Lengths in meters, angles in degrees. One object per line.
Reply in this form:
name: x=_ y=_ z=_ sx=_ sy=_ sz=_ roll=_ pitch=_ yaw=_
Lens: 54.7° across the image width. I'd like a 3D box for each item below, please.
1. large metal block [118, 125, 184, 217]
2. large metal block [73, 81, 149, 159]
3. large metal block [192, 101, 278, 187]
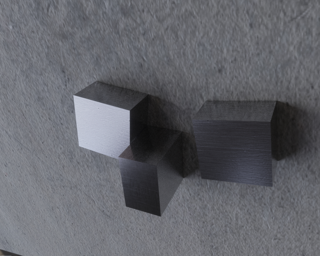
large metal block: x=-0.008 y=0.053 z=0.407 sx=0.050 sy=0.080 sz=0.079 roll=10 pitch=123 yaw=22
large metal block: x=-0.064 y=-0.009 z=0.417 sx=0.080 sy=0.050 sz=0.079 roll=16 pitch=125 yaw=18
large metal block: x=0.088 y=0.015 z=0.353 sx=0.080 sy=0.050 sz=0.079 roll=2 pitch=120 yaw=26
